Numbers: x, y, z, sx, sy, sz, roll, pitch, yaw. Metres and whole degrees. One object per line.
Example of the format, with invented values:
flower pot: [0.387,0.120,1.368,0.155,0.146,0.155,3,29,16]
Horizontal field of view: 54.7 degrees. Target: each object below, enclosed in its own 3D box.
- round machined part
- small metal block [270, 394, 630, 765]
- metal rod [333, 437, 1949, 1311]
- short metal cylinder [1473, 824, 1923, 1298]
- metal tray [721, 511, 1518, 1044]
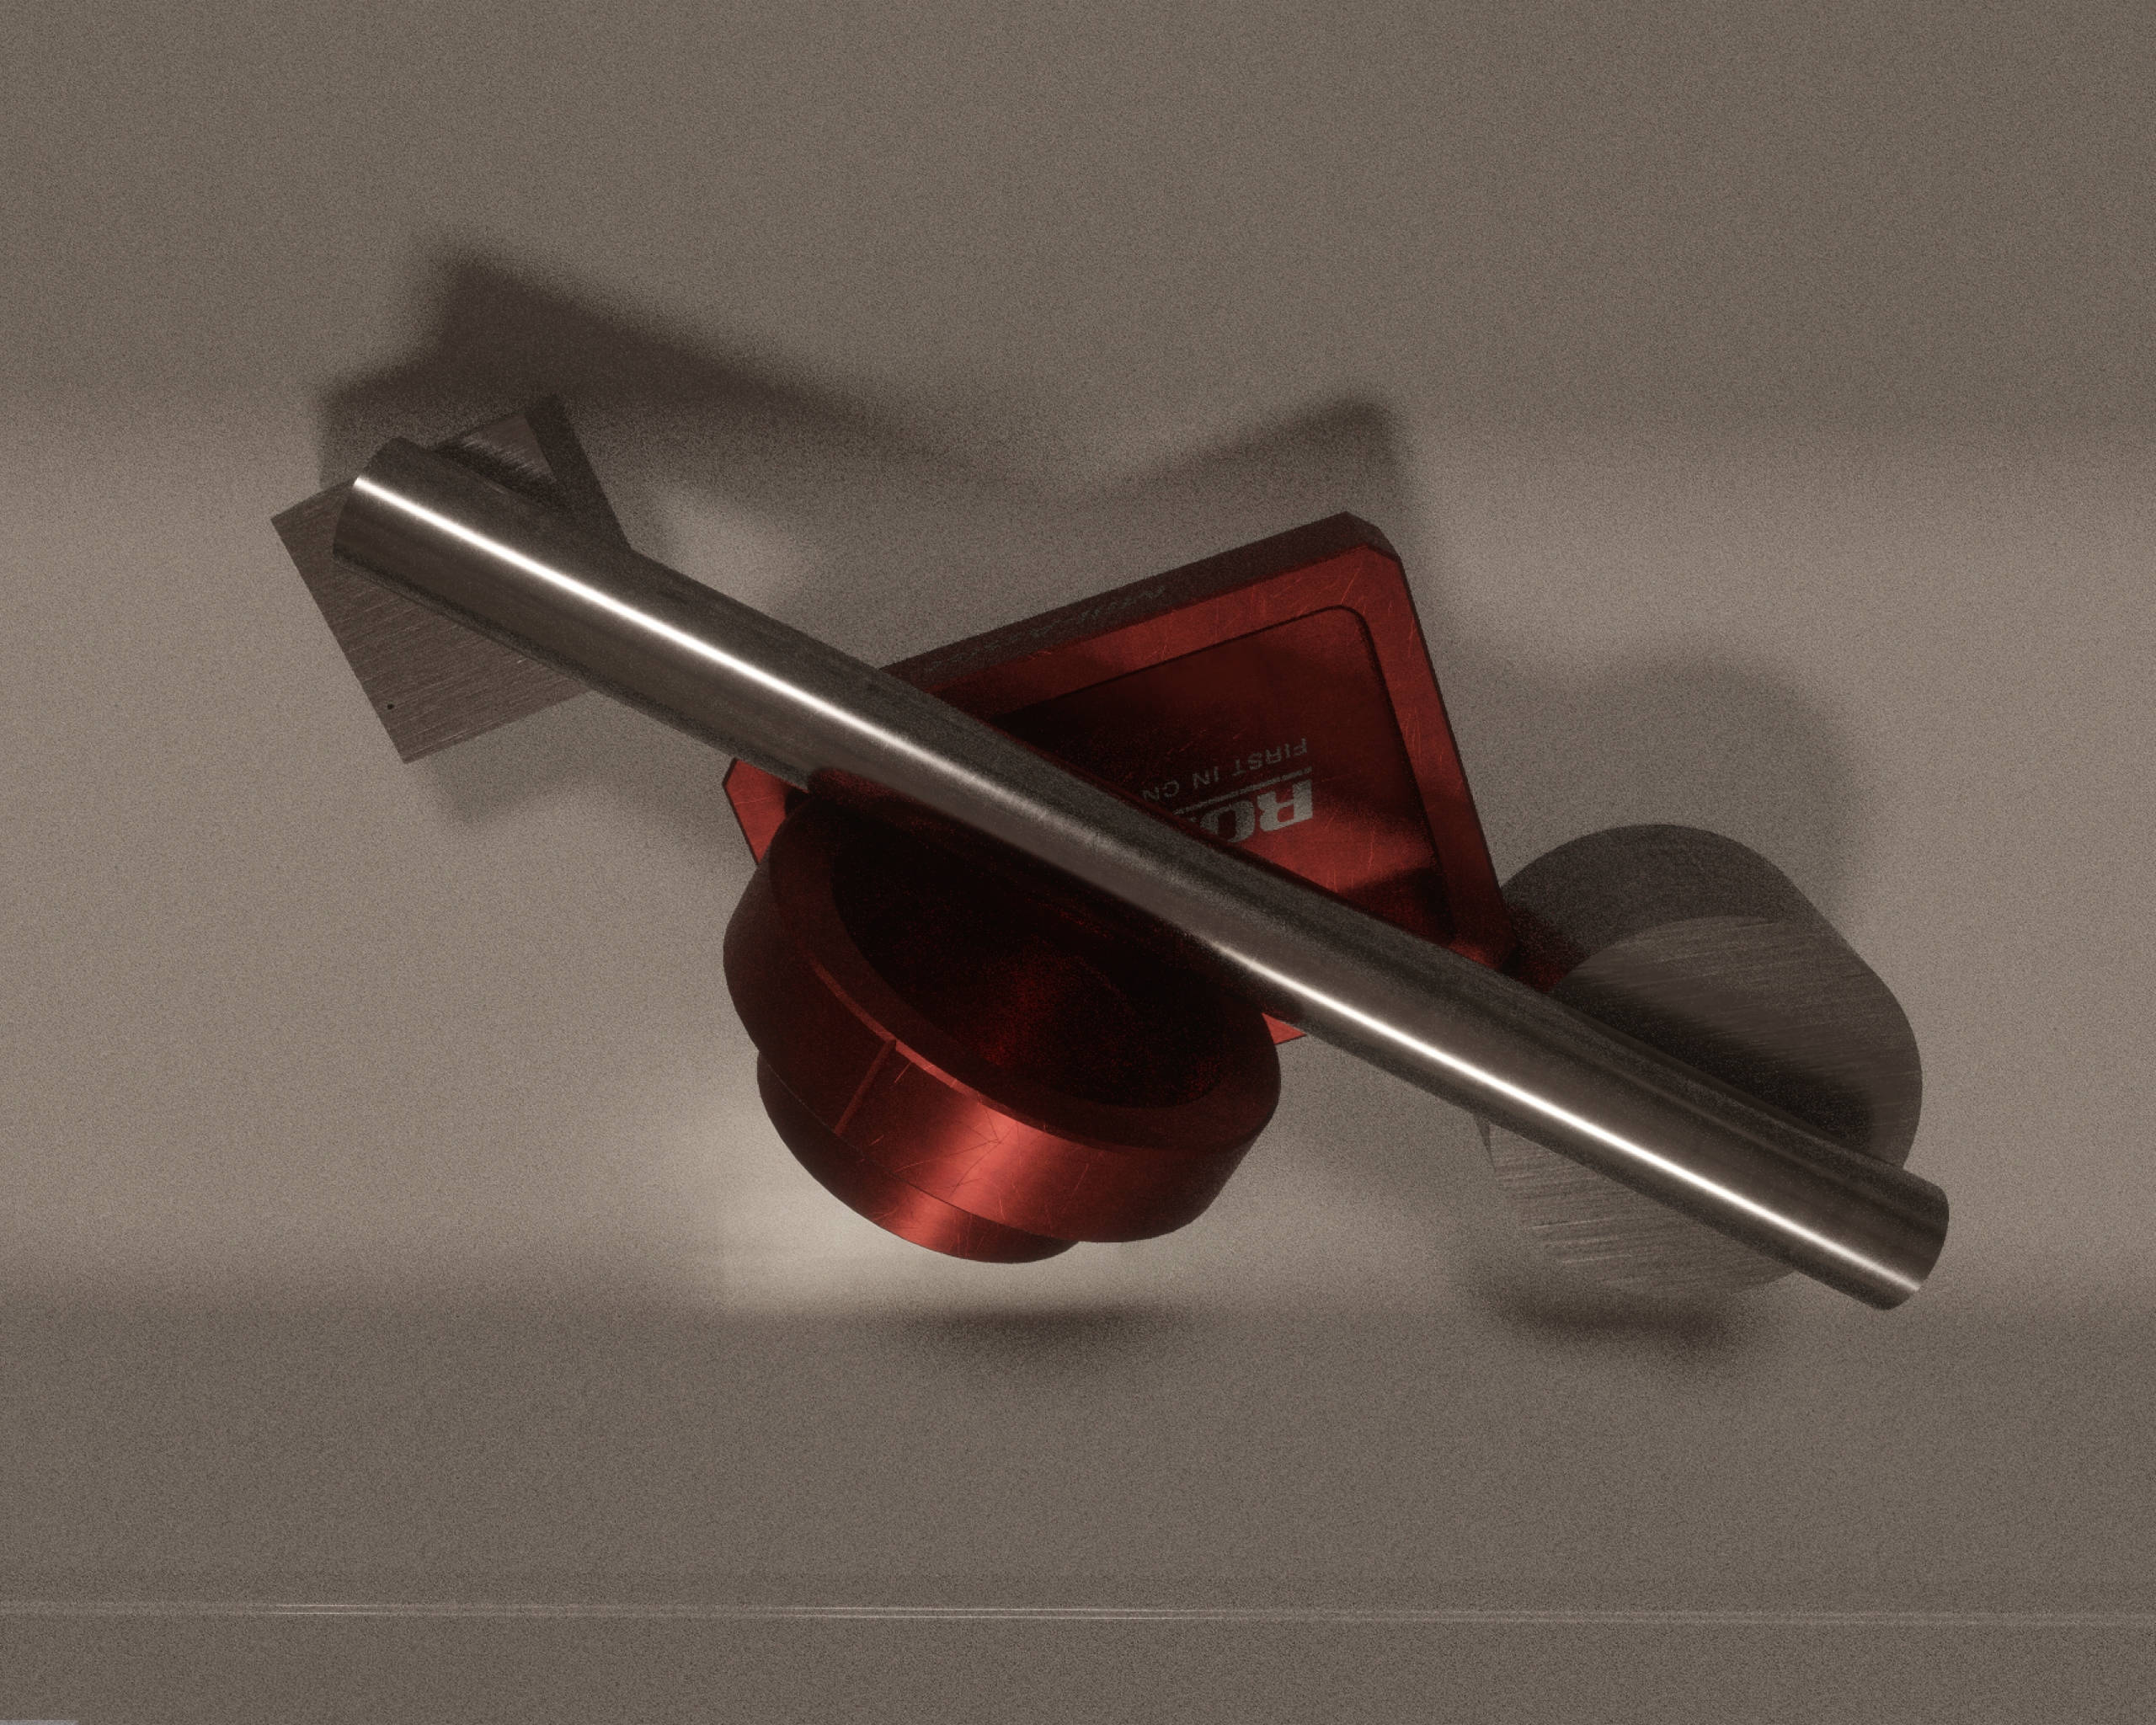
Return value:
round machined part: [-0.017,0.032,0.369,0.098,0.098,0.042,26,116,-10]
small metal block: [-0.111,-0.053,0.388,0.050,0.025,0.050,-21,109,7]
metal rod: [0.014,0.004,0.368,0.301,0.025,0.025,26,108,-3]
short metal cylinder: [0.117,0.038,0.412,0.081,0.050,0.079,0,110,-1]
metal tray: [0.009,-0.004,0.405,0.131,0.030,0.090,-18,109,6]
